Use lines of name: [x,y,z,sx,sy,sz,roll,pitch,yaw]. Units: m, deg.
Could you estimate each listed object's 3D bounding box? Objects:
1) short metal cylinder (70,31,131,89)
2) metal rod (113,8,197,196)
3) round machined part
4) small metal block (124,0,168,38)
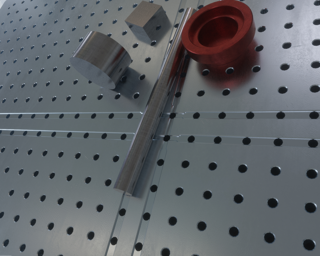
short metal cylinder: [-0.092,-0.105,0.486,0.080,0.080,0.050,18,72,35]
metal rod: [0.002,-0.051,0.438,0.025,0.025,0.300,7,65,31]
round machined part: [0.083,-0.127,0.432,0.098,0.042,0.098,-13,56,21]
small metal block: [-0.024,-0.190,0.537,0.050,0.025,0.050,33,80,38]
